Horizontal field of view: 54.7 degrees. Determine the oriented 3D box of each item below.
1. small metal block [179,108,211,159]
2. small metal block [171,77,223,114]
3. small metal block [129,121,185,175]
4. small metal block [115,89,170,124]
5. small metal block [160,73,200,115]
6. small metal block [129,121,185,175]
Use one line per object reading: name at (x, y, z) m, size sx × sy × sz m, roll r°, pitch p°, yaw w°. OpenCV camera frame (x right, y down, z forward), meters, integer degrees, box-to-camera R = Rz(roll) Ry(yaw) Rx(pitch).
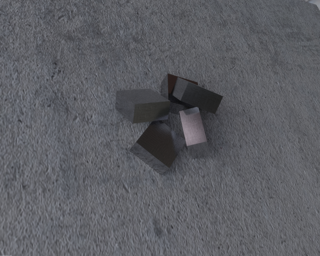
small metal block at (0.047, 0.008, 0.408) m, size 0.025 × 0.050 × 0.050 m, roll -14°, pitch 63°, yaw 8°
small metal block at (0.047, -0.044, 0.410) m, size 0.050 × 0.025 × 0.050 m, roll 20°, pitch 11°, yaw -17°
small metal block at (-0.002, 0.023, 0.392) m, size 0.050 × 0.025 × 0.050 m, roll 38°, pitch 51°, yaw -2°
small metal block at (-0.023, -0.029, 0.396) m, size 0.050 × 0.025 × 0.050 m, roll -8°, pitch 28°, yaw -32°
small metal block at (0.029, -0.046, 0.451) m, size 0.050 × 0.025 × 0.050 m, roll 13°, pitch 56°, yaw -22°
small metal block at (-0.002, 0.022, 0.392) m, size 0.050 × 0.025 × 0.050 m, roll 39°, pitch 51°, yaw -3°
